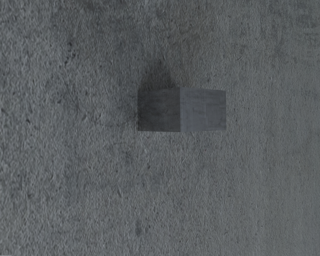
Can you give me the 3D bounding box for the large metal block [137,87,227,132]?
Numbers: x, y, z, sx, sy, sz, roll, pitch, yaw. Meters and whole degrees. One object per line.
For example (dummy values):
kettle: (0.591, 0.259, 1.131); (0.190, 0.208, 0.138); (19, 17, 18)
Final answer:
large metal block: (0.027, -0.022, 0.395); (0.081, 0.080, 0.050); (-2, 92, -40)
